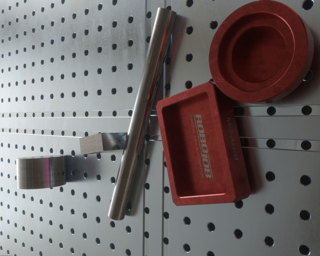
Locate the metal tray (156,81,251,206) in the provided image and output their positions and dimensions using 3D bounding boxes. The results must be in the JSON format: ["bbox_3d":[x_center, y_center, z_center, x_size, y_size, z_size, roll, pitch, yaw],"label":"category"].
[{"bbox_3d":[0.046,0.021,0.360,0.090,0.030,0.129,-18,79,44],"label":"metal tray"}]

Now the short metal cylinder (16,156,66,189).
[{"bbox_3d":[-0.206,0.075,0.540,0.080,0.081,0.050,-4,88,39],"label":"short metal cylinder"}]

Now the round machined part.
[{"bbox_3d":[0.103,-0.073,0.313,0.098,0.042,0.097,0,90,39],"label":"round machined part"}]

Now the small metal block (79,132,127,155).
[{"bbox_3d":[-0.082,0.023,0.458,0.050,0.050,0.025,-12,82,39],"label":"small metal block"}]

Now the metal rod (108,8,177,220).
[{"bbox_3d":[-0.028,-0.010,0.430,0.025,0.025,0.298,24,105,37],"label":"metal rod"}]
